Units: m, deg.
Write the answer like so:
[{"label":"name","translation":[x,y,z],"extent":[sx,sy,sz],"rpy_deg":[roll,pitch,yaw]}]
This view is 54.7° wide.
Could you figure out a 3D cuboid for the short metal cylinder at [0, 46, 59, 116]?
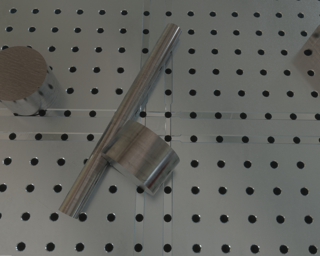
[{"label":"short metal cylinder","translation":[-0.185,-0.063,0.419],"extent":[0.081,0.050,0.080],"rpy_deg":[0,70,0]}]

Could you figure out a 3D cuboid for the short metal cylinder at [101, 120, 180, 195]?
[{"label":"short metal cylinder","translation":[-0.024,0.035,0.369],"extent":[0.080,0.080,0.050],"rpy_deg":[36,74,12]}]

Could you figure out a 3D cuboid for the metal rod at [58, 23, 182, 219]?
[{"label":"metal rod","translation":[-0.045,-0.022,0.419],"extent":[0.025,0.025,0.300],"rpy_deg":[25,72,8]}]

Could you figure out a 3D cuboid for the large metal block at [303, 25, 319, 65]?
[{"label":"large metal block","translation":[0.274,-0.120,0.446],"extent":[0.080,0.050,0.080],"rpy_deg":[-29,73,-10]}]
